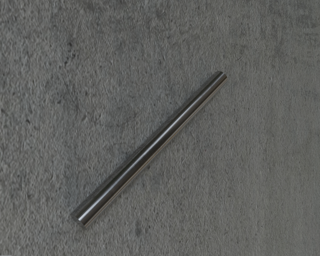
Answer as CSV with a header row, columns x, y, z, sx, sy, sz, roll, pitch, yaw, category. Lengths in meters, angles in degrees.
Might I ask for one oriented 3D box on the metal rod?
x,y,z,sx,sy,sz,roll,pitch,yaw,category
0.004,0.011,0.412,0.301,0.025,0.025,-44,117,-31,metal rod
